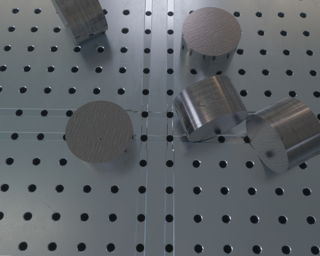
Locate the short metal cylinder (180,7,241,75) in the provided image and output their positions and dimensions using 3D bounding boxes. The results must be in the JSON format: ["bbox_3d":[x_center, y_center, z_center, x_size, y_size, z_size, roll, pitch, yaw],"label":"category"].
[{"bbox_3d":[0.070,-0.124,0.444,0.081,0.050,0.080,0,70,0],"label":"short metal cylinder"}]

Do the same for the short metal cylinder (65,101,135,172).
[{"bbox_3d":[-0.073,0.012,0.393,0.081,0.050,0.080,0,70,0],"label":"short metal cylinder"}]

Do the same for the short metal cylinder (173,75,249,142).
[{"bbox_3d":[0.063,-0.023,0.391,0.080,0.080,0.050,-19,71,-7],"label":"short metal cylinder"}]

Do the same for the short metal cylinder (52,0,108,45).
[{"bbox_3d":[-0.117,-0.167,0.443,0.050,0.080,0.080,-30,73,-10],"label":"short metal cylinder"}]

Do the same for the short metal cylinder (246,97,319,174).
[{"bbox_3d":[0.151,0.009,0.380,0.050,0.080,0.080,-26,72,-9],"label":"short metal cylinder"}]
